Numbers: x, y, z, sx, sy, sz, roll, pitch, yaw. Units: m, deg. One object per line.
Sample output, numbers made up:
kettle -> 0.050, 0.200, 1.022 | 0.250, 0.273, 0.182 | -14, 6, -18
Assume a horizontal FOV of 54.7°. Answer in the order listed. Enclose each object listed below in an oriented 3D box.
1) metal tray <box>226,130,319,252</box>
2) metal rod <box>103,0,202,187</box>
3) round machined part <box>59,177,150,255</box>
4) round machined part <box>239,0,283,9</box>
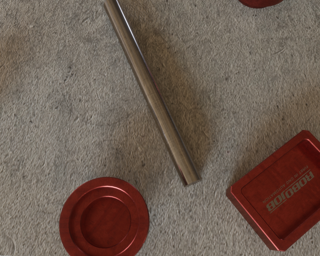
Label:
metal tray -> 0.159, 0.074, 0.380 | 0.131, 0.030, 0.090 | -35, 74, -12
metal rod -> -0.017, -0.061, 0.430 | 0.025, 0.025, 0.299 | -22, 72, -8
round machined part -> -0.061, 0.109, 0.359 | 0.099, 0.042, 0.098 | 0, 70, -1
round machined part -> 0.155, -0.228, 0.484 | 0.099, 0.042, 0.098 | 0, 70, -1
